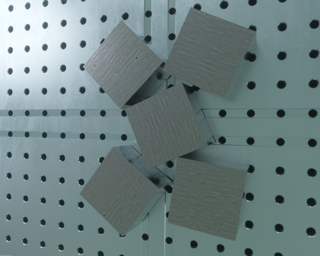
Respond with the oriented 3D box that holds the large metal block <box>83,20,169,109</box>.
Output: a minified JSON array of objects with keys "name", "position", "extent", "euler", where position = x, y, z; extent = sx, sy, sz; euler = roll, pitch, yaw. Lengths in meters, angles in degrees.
[{"name":"large metal block","position":[-0.040,-0.080,0.414],"extent":[0.080,0.050,0.080],"euler":[-46,75,15]}]

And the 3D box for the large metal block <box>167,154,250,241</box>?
[{"name":"large metal block","position":[0.060,0.080,0.378],"extent":[0.080,0.050,0.080],"euler":[10,93,19]}]

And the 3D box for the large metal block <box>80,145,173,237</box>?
[{"name":"large metal block","position":[-0.045,0.080,0.414],"extent":[0.080,0.050,0.080],"euler":[40,102,16]}]

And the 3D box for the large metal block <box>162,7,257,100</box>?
[{"name":"large metal block","position":[0.061,-0.087,0.377],"extent":[0.080,0.050,0.080],"euler":[27,99,15]}]

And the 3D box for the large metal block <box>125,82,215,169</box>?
[{"name":"large metal block","position":[0.014,-0.002,0.394],"extent":[0.080,0.050,0.080],"euler":[-24,82,18]}]
